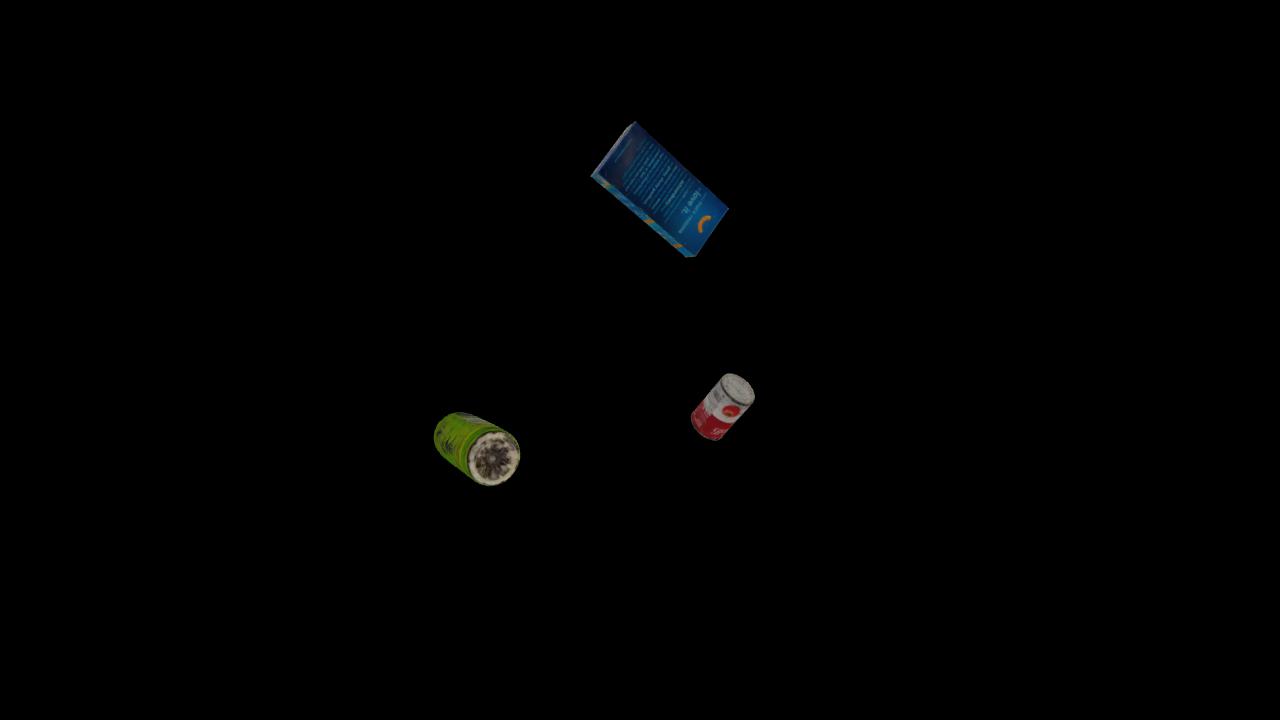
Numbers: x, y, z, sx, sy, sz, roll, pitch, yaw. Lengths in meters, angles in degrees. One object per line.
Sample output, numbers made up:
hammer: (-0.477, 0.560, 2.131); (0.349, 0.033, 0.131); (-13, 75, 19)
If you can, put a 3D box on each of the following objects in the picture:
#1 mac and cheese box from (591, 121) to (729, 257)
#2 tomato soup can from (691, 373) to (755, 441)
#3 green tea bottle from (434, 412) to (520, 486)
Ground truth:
mac and cheese box: (0.031, -0.238, 0.873); (0.184, 0.093, 0.041); (37, -8, -21)
tomato soup can: (0.139, 0.078, 1.033); (0.068, 0.068, 0.101); (0, -42, -37)
green tea bottle: (-0.227, 0.108, 0.814); (0.073, 0.073, 0.212); (0, 5, -31)
